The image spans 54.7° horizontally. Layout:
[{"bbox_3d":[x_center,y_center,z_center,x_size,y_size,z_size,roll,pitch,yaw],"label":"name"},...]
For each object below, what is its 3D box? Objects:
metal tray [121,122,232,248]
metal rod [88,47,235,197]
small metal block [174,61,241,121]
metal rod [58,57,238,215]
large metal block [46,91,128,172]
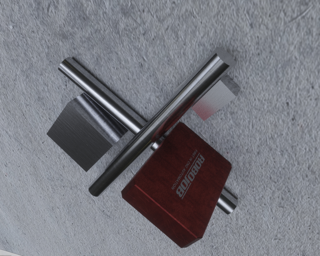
[{"bbox_3d":[0.026,0.059,0.361,0.090,0.131,0.030,41,130,0],"label":"metal tray"},{"bbox_3d":[-0.019,0.014,0.392,0.025,0.025,0.298,43,129,-2],"label":"metal rod"},{"bbox_3d":[0.054,-0.044,0.352,0.050,0.025,0.050,46,129,-4],"label":"small metal block"},{"bbox_3d":[-0.015,0.011,0.422,0.300,0.025,0.025,41,129,0],"label":"metal rod"},{"bbox_3d":[-0.103,0.004,0.445,0.080,0.050,0.080,45,129,-4],"label":"large metal block"}]
